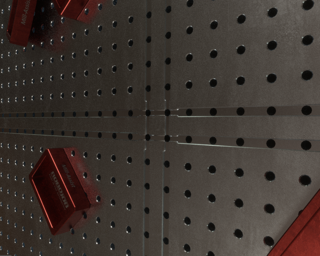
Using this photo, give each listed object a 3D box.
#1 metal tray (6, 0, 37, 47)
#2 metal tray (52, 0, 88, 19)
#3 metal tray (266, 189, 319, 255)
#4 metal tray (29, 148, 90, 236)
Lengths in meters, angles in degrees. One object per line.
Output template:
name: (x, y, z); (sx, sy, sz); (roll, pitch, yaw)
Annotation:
metal tray: (-0.270, -0.234, 0.607); (0.090, 0.030, 0.129); (41, 116, 51)
metal tray: (-0.161, -0.266, 0.535); (0.090, 0.030, 0.130); (-42, 65, 31)
metal tray: (0.159, 0.114, 0.273); (0.090, 0.030, 0.129); (40, 114, 32)
metal tray: (-0.183, 0.111, 0.553); (0.090, 0.030, 0.130); (-49, 62, 28)
